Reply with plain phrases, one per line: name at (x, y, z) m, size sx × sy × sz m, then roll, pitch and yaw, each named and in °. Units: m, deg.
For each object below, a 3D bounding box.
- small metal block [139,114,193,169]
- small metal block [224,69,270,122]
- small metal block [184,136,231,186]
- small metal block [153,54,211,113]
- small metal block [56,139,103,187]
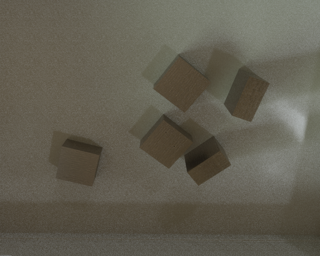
small metal block at (0.008, 0.018, 0.418) m, size 0.050 × 0.025 × 0.050 m, roll 37°, pitch 106°, yaw -13°
small metal block at (0.105, -0.042, 0.383) m, size 0.025 × 0.050 × 0.050 m, roll 18°, pitch 109°, yaw -7°
small metal block at (0.062, 0.043, 0.414) m, size 0.050 × 0.050 × 0.025 m, roll -35°, pitch 106°, yaw 12°
small metal block at (0.027, -0.056, 0.391) m, size 0.050 × 0.025 × 0.050 m, roll 37°, pitch 106°, yaw -13°
small metal block at (-0.111, 0.048, 0.428) m, size 0.050 × 0.025 × 0.050 m, roll 15°, pitch 109°, yaw -6°
